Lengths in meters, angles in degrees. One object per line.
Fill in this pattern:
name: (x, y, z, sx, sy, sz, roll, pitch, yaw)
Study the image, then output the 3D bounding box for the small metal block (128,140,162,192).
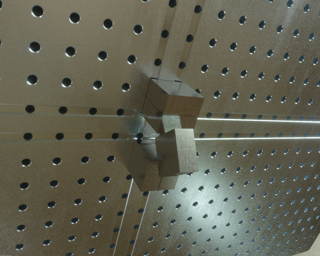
small metal block: (-0.018, 0.050, 0.417, 0.025, 0.050, 0.050, 1, 118, -30)

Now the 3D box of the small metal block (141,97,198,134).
small metal block: (0.011, -0.016, 0.392, 0.050, 0.050, 0.025, 2, 118, -30)

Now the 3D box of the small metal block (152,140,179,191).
small metal block: (0.004, 0.050, 0.429, 0.025, 0.050, 0.050, 1, 118, -30)

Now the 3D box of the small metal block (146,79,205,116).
small metal block: (0.018, -0.038, 0.382, 0.050, 0.050, 0.025, 2, 118, -30)

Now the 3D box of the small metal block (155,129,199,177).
small metal block: (0.019, 0.031, 0.372, 0.025, 0.050, 0.050, 1, 76, -28)
